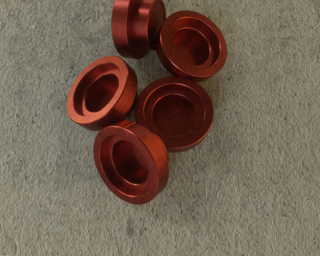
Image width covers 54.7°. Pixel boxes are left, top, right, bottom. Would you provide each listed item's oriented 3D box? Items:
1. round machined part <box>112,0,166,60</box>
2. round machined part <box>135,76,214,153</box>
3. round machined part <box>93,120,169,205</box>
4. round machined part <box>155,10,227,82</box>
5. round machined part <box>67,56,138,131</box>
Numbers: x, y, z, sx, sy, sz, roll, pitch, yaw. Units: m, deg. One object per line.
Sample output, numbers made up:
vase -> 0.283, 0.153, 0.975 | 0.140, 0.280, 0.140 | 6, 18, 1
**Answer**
round machined part -> -0.023, -0.141, 0.417 | 0.042, 0.098, 0.098 | 12, 70, 18
round machined part -> 0.018, -0.015, 0.404 | 0.099, 0.042, 0.098 | 0, 70, 0
round machined part -> -0.029, 0.037, 0.366 | 0.098, 0.097, 0.042 | 45, 40, 14
round machined part -> 0.039, -0.107, 0.427 | 0.099, 0.042, 0.098 | 6, 73, -20
round machined part -> -0.068, -0.040, 0.398 | 0.098, 0.042, 0.098 | -16, 57, 27
